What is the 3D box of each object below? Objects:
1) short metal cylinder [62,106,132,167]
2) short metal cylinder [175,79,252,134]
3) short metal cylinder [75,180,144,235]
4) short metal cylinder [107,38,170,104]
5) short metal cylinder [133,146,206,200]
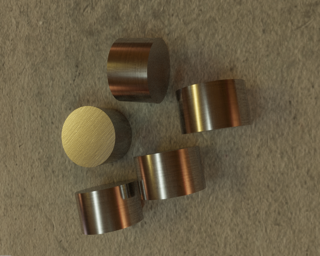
[{"bbox_3d":[-0.085,0.011,0.425,0.080,0.050,0.079,0,90,19],"label":"short metal cylinder"},{"bbox_3d":[0.061,-0.023,0.358,0.080,0.080,0.050,-9,87,19],"label":"short metal cylinder"},{"bbox_3d":[-0.065,0.100,0.402,0.080,0.080,0.050,-13,86,19],"label":"short metal cylinder"},{"bbox_3d":[-0.024,-0.072,0.387,0.050,0.080,0.079,5,92,19],"label":"short metal cylinder"},{"bbox_3d":[0.012,0.053,0.375,0.080,0.080,0.050,-11,87,19],"label":"short metal cylinder"}]
